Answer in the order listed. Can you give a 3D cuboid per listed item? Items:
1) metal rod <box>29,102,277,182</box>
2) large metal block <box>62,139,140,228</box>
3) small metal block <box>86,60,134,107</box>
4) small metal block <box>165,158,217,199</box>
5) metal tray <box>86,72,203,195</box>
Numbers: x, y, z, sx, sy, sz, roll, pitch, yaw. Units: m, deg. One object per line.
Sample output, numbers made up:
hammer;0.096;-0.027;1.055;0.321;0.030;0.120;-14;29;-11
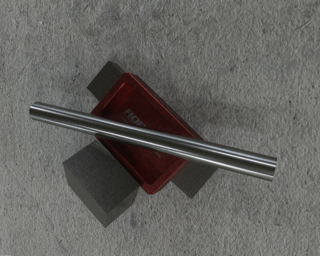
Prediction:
metal rod;-0.024;0.010;0.359;0.301;0.025;0.025;13;94;19
large metal block;-0.076;0.073;0.397;0.050;0.080;0.080;-38;74;-27
small metal block;-0.065;-0.057;0.432;0.050;0.025;0.050;46;104;14
small metal block;0.039;0.053;0.396;0.050;0.025;0.050;40;102;15
metal tray;-0.021;0.006;0.387;0.130;0.030;0.090;45;104;14
